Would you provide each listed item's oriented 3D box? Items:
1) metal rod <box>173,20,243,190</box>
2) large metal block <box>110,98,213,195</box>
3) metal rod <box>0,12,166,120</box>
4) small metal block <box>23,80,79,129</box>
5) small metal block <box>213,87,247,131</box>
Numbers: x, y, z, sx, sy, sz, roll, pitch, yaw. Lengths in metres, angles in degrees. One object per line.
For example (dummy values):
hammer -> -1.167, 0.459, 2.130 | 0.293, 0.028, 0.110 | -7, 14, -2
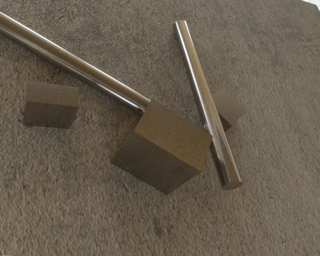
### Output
metal rod -> 0.060, -0.053, 0.448 | 0.025, 0.025, 0.299 | 7, 52, -25
large metal block -> 0.000, 0.025, 0.355 | 0.080, 0.080, 0.050 | 32, 52, -8
metal rod -> -0.069, -0.056, 0.401 | 0.301, 0.025, 0.025 | 30, 52, -10
small metal block -> -0.120, -0.024, 0.338 | 0.050, 0.050, 0.025 | 6, 59, -26
small metal block -> 0.097, -0.027, 0.475 | 0.050, 0.025, 0.050 | 46, 51, 4
